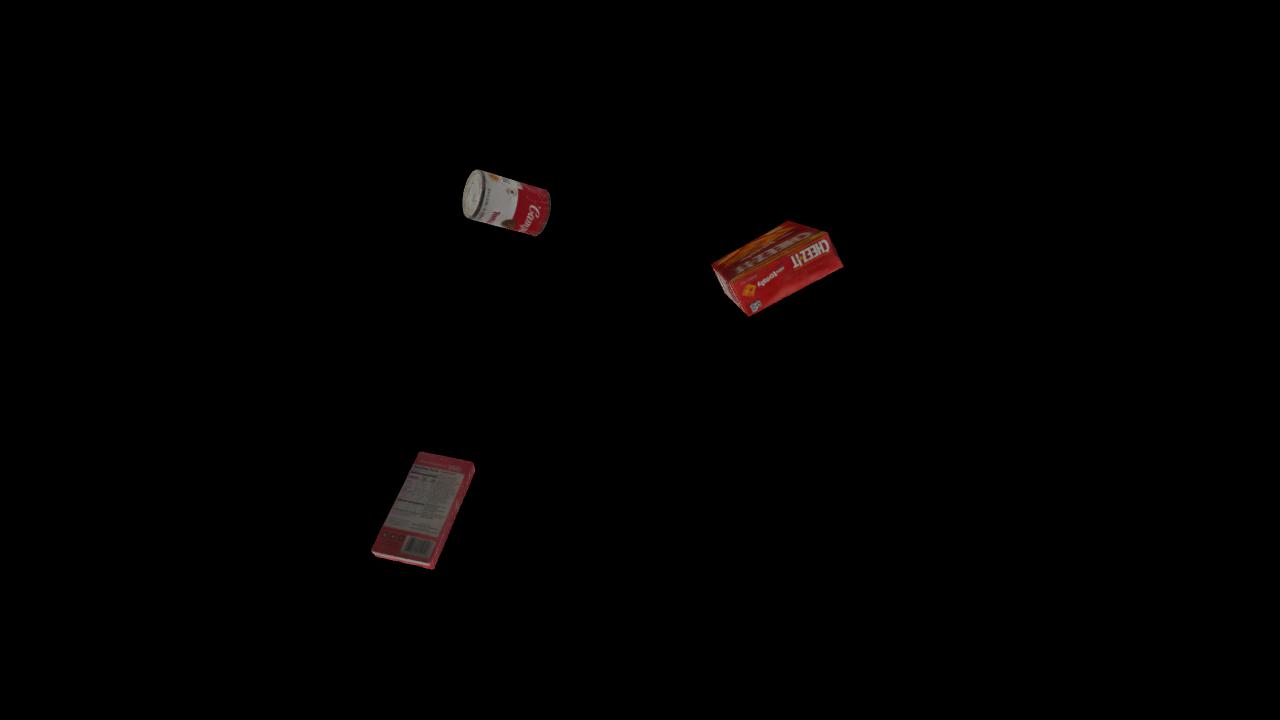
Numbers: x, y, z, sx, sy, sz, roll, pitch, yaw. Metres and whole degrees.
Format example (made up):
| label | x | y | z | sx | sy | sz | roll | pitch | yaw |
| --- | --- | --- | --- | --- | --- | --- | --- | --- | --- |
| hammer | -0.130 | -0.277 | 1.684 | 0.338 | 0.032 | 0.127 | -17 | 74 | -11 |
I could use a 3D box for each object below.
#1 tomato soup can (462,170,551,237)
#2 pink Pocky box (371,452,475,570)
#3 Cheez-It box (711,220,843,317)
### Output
| label | x | y | z | sx | sy | sz | roll | pitch | yaw |
| --- | --- | --- | --- | --- | --- | --- | --- | --- | --- |
| tomato soup can | -0.182 | -0.214 | 0.840 | 0.101 | 0.068 | 0.068 | 8 | -5 | -37 |
| pink Pocky box | -0.296 | 0.205 | 0.853 | 0.084 | 0.155 | 0.029 | 10 | -38 | 5 |
| Cheez-It box | 0.219 | -0.159 | 1.034 | 0.166 | 0.071 | 0.223 | -29 | 16 | 7 |
